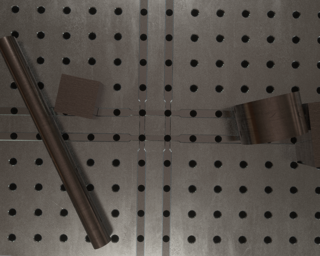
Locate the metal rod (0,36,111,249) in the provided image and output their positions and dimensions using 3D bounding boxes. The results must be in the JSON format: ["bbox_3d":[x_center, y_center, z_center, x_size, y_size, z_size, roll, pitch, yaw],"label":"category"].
[{"bbox_3d":[-0.140,0.019,0.411,0.025,0.025,0.299,-25,90,0],"label":"metal rod"}]

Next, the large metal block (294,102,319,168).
[{"bbox_3d":[0.225,0.004,0.404,0.081,0.050,0.079,-7,90,-1],"label":"large metal block"}]

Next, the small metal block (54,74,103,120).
[{"bbox_3d":[-0.107,-0.041,0.412,0.050,0.025,0.050,12,90,-1],"label":"small metal block"}]

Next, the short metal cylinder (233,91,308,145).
[{"bbox_3d":[0.137,-0.012,0.388,0.080,0.080,0.050,-13,90,0],"label":"short metal cylinder"}]
